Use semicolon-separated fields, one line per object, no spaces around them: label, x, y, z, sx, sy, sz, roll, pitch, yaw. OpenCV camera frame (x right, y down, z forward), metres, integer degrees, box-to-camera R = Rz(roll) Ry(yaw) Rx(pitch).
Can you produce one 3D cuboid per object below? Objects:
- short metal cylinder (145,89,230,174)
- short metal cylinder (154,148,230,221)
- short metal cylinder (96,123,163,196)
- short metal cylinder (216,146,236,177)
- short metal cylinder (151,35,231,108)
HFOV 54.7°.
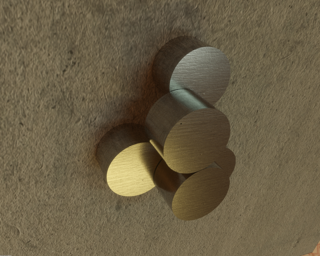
short metal cylinder;0.030;0.003;0.344;0.081;0.050;0.079;-14;124;-21
short metal cylinder;0.039;0.068;0.390;0.081;0.050;0.079;-14;124;-21
short metal cylinder;-0.036;0.040;0.397;0.081;0.050;0.079;-14;124;-21
short metal cylinder;0.063;0.049;0.456;0.081;0.050;0.079;-14;124;-21
short metal cylinder;0.036;-0.065;0.372;0.081;0.050;0.079;-14;124;-21
